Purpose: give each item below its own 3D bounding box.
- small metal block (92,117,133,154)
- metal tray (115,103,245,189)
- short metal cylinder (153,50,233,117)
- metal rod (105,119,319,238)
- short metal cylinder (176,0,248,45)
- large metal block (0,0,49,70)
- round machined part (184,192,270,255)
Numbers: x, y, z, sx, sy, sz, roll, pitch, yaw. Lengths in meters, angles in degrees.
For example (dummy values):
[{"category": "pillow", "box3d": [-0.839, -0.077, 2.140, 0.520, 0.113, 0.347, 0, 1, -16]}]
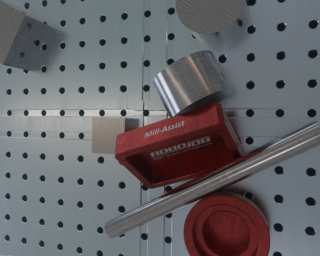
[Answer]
[{"category": "small metal block", "box3d": [-0.067, 0.011, 0.436, 0.050, 0.025, 0.050, 2, 91, 20]}, {"category": "metal tray", "box3d": [0.024, 0.027, 0.369, 0.130, 0.090, 0.030, -18, 48, 19]}, {"category": "short metal cylinder", "box3d": [0.039, -0.048, 0.369, 0.080, 0.080, 0.050, -29, 79, 17]}, {"category": "metal rod", "box3d": [0.047, 0.073, 0.374, 0.300, 0.025, 0.025, -31, 80, 25]}, {"category": "short metal cylinder", "box3d": [0.065, -0.147, 0.376, 0.080, 0.050, 0.079, 0, 90, 20]}, {"category": "large metal block", "box3d": [-0.235, -0.148, 0.482, 0.080, 0.050, 0.080, 33, 100, 17]}, {"category": "round machined part", "box3d": [0.082, 0.125, 0.375, 0.098, 0.042, 0.097, 0, 90, 19]}]
